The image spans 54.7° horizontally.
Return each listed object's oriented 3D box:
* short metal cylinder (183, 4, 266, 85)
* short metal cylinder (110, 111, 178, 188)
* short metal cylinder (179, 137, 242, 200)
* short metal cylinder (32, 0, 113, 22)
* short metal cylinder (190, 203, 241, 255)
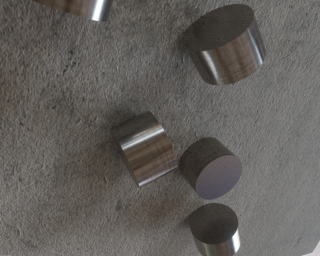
[{"bbox_3d":[0.073,-0.095,0.352,0.080,0.080,0.050,-38,129,-3],"label":"short metal cylinder"},{"bbox_3d":[-0.020,0.026,0.376,0.050,0.080,0.080,-26,128,-12],"label":"short metal cylinder"},{"bbox_3d":[0.076,0.061,0.470,0.081,0.050,0.079,-14,124,-21],"label":"short metal cylinder"},{"bbox_3d":[-0.075,-0.126,0.252,0.081,0.080,0.050,8,115,-32],"label":"short metal cylinder"},{"bbox_3d":[0.096,0.177,0.533,0.080,0.080,0.050,-26,128,-12],"label":"short metal cylinder"}]
